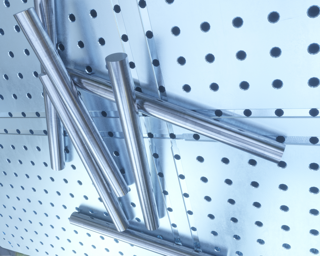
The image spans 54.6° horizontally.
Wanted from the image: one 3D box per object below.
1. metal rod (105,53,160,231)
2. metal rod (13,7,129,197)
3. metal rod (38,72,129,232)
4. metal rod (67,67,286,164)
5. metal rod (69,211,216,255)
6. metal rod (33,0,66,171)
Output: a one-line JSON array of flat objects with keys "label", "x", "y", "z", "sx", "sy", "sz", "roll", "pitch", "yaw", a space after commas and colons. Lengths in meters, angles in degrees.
[{"label": "metal rod", "x": -0.030, "y": 0.041, "z": 0.431, "sx": 0.025, "sy": 0.025, "sz": 0.298, "roll": 9, "pitch": 130, "yaw": 23}, {"label": "metal rod", "x": -0.110, "y": -0.016, "z": 0.434, "sx": 0.025, "sy": 0.025, "sz": 0.299, "roll": -3, "pitch": 125, "yaw": 30}, {"label": "metal rod", "x": -0.110, "y": 0.051, "z": 0.487, "sx": 0.025, "sy": 0.025, "sz": 0.299, "roll": -2, "pitch": 122, "yaw": 29}, {"label": "metal rod", "x": 0.004, "y": -0.022, "z": 0.395, "sx": 0.301, "sy": 0.025, "sz": 0.025, "roll": 21, "pitch": 126, "yaw": 15}, {"label": "metal rod", "x": -0.034, "y": 0.200, "z": 0.553, "sx": 0.300, "sy": 0.025, "sz": 0.025, "roll": 9, "pitch": 123, "yaw": 23}, {"label": "metal rod", "x": -0.161, "y": -0.054, "z": 0.463, "sx": 0.025, "sy": 0.025, "sz": 0.298, "roll": 20, "pitch": 126, "yaw": 16}]
